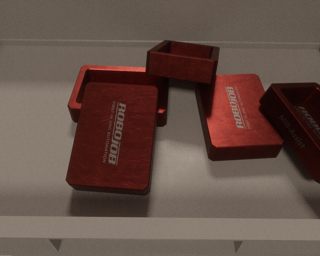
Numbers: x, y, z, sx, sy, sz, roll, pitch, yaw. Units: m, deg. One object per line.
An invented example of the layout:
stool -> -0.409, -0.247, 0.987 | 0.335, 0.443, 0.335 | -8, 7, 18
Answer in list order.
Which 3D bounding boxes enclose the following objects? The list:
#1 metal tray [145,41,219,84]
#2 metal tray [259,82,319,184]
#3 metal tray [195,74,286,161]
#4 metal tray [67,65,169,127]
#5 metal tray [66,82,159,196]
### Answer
metal tray -> 0.038, -0.100, 0.449 | 0.090, 0.030, 0.130 | 10, 24, 8
metal tray -> 0.194, 0.000, 0.381 | 0.091, 0.030, 0.130 | -5, 53, -27
metal tray -> 0.102, -0.019, 0.419 | 0.091, 0.030, 0.130 | -3, 50, -3
metal tray -> -0.054, -0.048, 0.441 | 0.131, 0.030, 0.090 | 3, 50, 2
metal tray -> -0.052, 0.010, 0.369 | 0.091, 0.030, 0.130 | 4, 67, 3
